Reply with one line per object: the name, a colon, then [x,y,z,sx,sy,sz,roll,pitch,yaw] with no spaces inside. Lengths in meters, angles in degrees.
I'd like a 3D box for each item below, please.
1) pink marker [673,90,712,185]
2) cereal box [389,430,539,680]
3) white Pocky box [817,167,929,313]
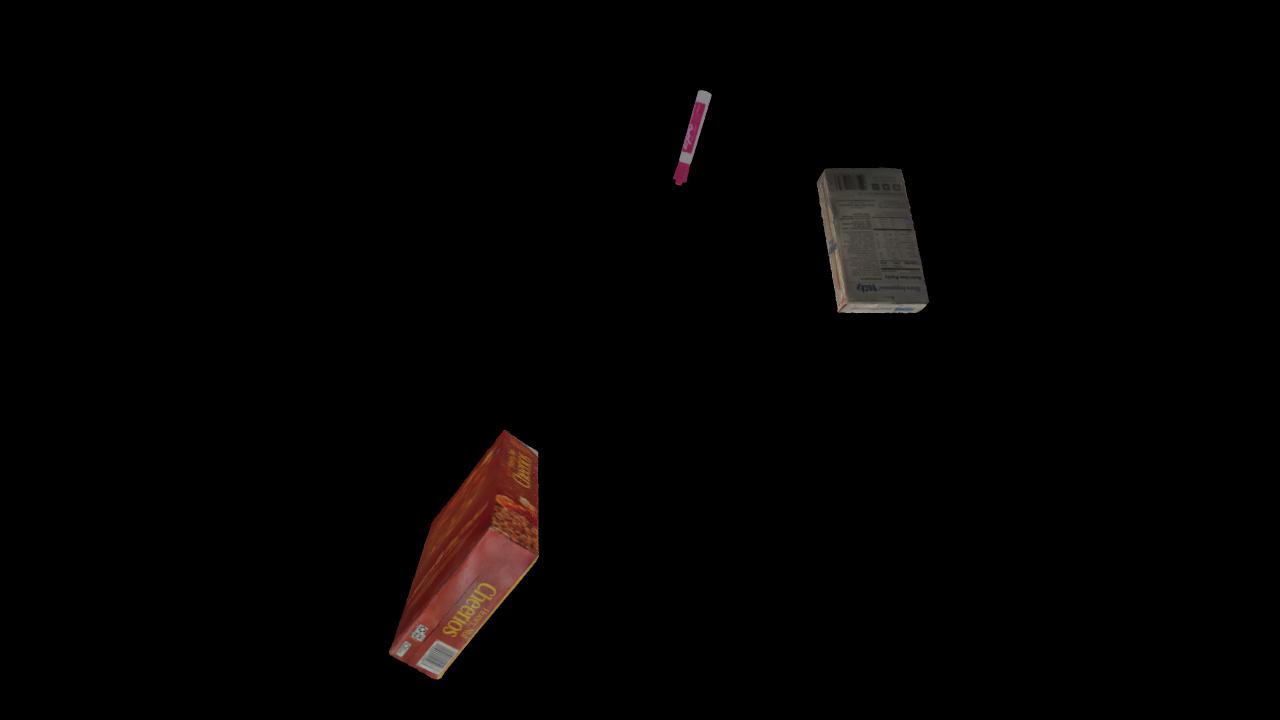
pink marker: [0.068,-0.292,0.813,0.020,0.121,0.020,16,11,-3]
cereal box: [-0.224,0.243,0.846,0.081,0.203,0.306,37,6,-16]
white Pocky box: [0.230,-0.121,0.613,0.084,0.154,0.028,-1,-19,-5]
